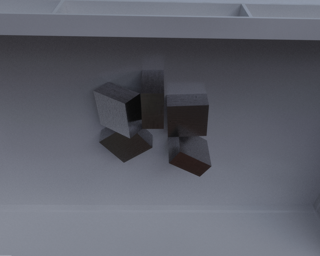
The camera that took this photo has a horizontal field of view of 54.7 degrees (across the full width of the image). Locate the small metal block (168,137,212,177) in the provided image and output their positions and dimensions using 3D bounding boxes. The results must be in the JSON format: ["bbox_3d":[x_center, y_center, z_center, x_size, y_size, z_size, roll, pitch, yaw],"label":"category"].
[{"bbox_3d":[0.039,0.031,0.420,0.050,0.050,0.025,26,125,-21],"label":"small metal block"}]

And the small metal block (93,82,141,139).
[{"bbox_3d":[-0.049,-0.022,0.372,0.050,0.025,0.050,23,136,30],"label":"small metal block"}]

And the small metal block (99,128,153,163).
[{"bbox_3d":[-0.045,0.014,0.421,0.050,0.025,0.050,-29,125,22],"label":"small metal block"}]

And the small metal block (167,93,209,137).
[{"bbox_3d":[0.034,-0.016,0.396,0.050,0.025,0.050,-2,130,1],"label":"small metal block"}]

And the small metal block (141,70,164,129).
[{"bbox_3d":[-0.008,-0.034,0.364,0.025,0.050,0.050,0,130,0],"label":"small metal block"}]
